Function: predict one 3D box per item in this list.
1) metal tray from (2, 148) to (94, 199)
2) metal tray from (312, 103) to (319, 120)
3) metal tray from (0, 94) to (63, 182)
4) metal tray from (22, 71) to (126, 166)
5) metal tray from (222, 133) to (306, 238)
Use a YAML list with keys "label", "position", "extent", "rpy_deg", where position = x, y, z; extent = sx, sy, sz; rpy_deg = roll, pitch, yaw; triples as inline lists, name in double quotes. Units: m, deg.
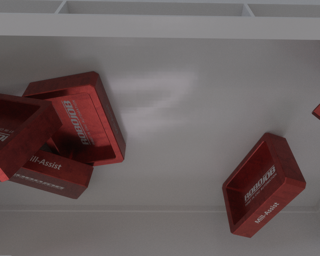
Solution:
- label: "metal tray"
  position: [-0.167, 0.060, 0.431]
  extent: [0.131, 0.030, 0.090]
  rpy_deg: [21, 150, -15]
- label: "metal tray"
  position: [0.210, -0.053, 0.304]
  extent: [0.030, 0.131, 0.089]
  rpy_deg: [45, 133, 19]
- label: "metal tray"
  position: [-0.185, 0.002, 0.335]
  extent: [0.130, 0.090, 0.030]
  rpy_deg: [10, 135, 26]
- label: "metal tray"
  position: [-0.105, -0.004, 0.401]
  extent: [0.090, 0.030, 0.129]
  rpy_deg: [-9, 130, 7]
- label: "metal tray"
  position: [0.138, 0.082, 0.436]
  extent: [0.030, 0.090, 0.129]
  rpy_deg: [17, 128, -14]
